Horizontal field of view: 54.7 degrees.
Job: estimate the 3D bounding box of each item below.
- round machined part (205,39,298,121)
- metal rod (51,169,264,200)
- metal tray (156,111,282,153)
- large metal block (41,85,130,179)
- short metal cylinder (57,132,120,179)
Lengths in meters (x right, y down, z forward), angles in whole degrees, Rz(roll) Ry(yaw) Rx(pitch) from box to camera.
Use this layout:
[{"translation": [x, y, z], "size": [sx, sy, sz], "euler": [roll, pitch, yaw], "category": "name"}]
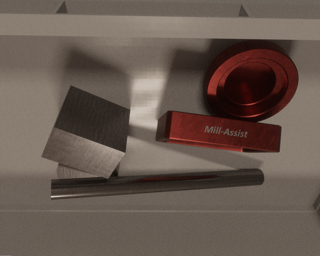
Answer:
[{"translation": [0.100, -0.055, 0.352], "size": [0.099, 0.042, 0.097], "euler": [-1, 130, 0], "category": "round machined part"}, {"translation": [0.010, 0.076, 0.428], "size": [0.303, 0.025, 0.025], "euler": [0, 132, -19], "category": "metal rod"}, {"translation": [0.065, 0.008, 0.377], "size": [0.131, 0.030, 0.090], "euler": [7, 174, -7], "category": "metal tray"}, {"translation": [-0.086, 0.004, 0.375], "size": [0.080, 0.080, 0.050], "euler": [22, 126, -18], "category": "large metal block"}, {"translation": [-0.096, 0.046, 0.431], "size": [0.081, 0.050, 0.079], "euler": [0, 130, 0], "category": "short metal cylinder"}]
